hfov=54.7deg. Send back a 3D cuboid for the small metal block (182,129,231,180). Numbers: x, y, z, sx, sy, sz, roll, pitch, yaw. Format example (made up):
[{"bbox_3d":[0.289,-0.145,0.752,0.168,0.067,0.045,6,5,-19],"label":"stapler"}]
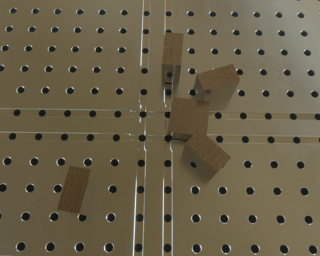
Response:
[{"bbox_3d":[0.056,0.034,0.387,0.025,0.050,0.050,-43,76,-14],"label":"small metal block"}]

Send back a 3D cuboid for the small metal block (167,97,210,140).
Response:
[{"bbox_3d":[0.038,-0.011,0.416,0.050,0.025,0.050,8,70,2],"label":"small metal block"}]

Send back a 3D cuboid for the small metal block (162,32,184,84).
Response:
[{"bbox_3d":[0.017,-0.097,0.434,0.025,0.050,0.050,5,70,1],"label":"small metal block"}]

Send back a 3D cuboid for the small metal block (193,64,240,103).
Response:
[{"bbox_3d":[0.075,-0.057,0.420,0.050,0.050,0.025,-17,71,-6],"label":"small metal block"}]

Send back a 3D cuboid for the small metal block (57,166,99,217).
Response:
[{"bbox_3d":[-0.096,0.077,0.369,0.025,0.050,0.050,10,70,3],"label":"small metal block"}]
